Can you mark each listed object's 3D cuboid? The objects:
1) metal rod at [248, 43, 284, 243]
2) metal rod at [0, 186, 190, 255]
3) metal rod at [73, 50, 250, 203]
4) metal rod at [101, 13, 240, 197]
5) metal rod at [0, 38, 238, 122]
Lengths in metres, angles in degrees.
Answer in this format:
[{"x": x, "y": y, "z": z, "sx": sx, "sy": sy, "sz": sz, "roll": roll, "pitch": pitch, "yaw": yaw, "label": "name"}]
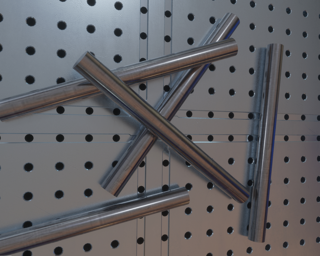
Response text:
[{"x": 0.162, "y": 0.021, "z": 0.474, "sx": 0.025, "sy": 0.025, "sz": 0.298, "roll": 7, "pitch": 88, "yaw": -20, "label": "metal rod"}, {"x": -0.104, "y": 0.118, "z": 0.374, "sx": 0.303, "sy": 0.025, "sz": 0.025, "roll": -10, "pitch": 94, "yaw": -20, "label": "metal rod"}, {"x": 0.018, "y": 0.014, "z": 0.396, "sx": 0.301, "sy": 0.025, "sz": 0.025, "roll": 40, "pitch": 77, "yaw": -25, "label": "metal rod"}, {"x": 0.021, "y": -0.040, "z": 0.421, "sx": 0.025, "sy": 0.025, "sz": 0.300, "roll": 39, "pitch": 77, "yaw": -16, "label": "metal rod"}, {"x": -0.041, "y": -0.064, "z": 0.383, "sx": 0.302, "sy": 0.025, "sz": 0.025, "roll": -18, "pitch": 97, "yaw": -14, "label": "metal rod"}]
